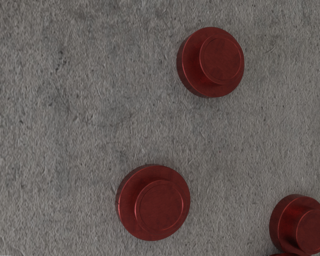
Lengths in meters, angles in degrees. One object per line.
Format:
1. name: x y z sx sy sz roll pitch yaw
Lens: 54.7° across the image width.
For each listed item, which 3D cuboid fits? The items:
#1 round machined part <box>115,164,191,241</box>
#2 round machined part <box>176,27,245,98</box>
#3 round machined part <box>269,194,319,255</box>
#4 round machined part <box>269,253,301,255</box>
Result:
1. round machined part: -0.005 0.097 0.398 0.099 0.042 0.097 0 90 -20
2. round machined part: 0.076 -0.091 0.428 0.099 0.042 0.097 0 90 -20
3. round machined part: 0.224 0.156 0.483 0.099 0.042 0.097 0 90 -20
4. round machined part: 0.180 0.229 0.459 0.099 0.042 0.097 -3 101 -13
